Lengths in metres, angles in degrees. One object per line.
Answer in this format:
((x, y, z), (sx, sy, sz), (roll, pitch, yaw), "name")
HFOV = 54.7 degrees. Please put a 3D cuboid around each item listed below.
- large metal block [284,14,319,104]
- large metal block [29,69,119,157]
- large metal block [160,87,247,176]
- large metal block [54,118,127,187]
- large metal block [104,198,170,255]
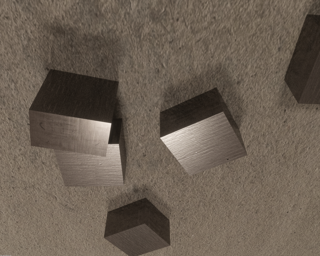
((0.193, -0.072, 0.333), (0.081, 0.050, 0.079), (2, 130, -2), "large metal block")
((-0.094, -0.019, 0.354), (0.081, 0.080, 0.050), (10, 129, -9), "large metal block")
((0.055, 0.007, 0.398), (0.080, 0.050, 0.080), (-24, 127, 18), "large metal block")
((-0.090, 0.034, 0.418), (0.081, 0.050, 0.079), (0, 130, 0), "large metal block")
((-0.038, 0.175, 0.540), (0.080, 0.050, 0.080), (-25, 126, 19), "large metal block")
